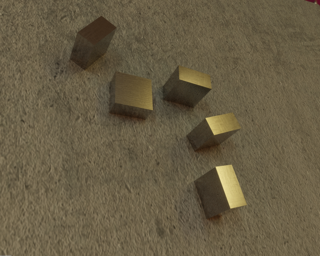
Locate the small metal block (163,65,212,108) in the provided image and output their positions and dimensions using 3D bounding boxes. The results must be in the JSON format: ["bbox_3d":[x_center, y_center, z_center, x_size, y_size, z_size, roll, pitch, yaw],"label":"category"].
[{"bbox_3d":[0.038,-0.058,0.443,0.050,0.050,0.025,13,57,-21],"label":"small metal block"}]

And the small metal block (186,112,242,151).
[{"bbox_3d":[0.073,0.005,0.423,0.050,0.050,0.025,-12,68,-33],"label":"small metal block"}]

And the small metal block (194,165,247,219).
[{"bbox_3d":[0.072,0.079,0.378,0.025,0.050,0.050,-2,63,-29],"label":"small metal block"}]

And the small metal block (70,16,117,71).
[{"bbox_3d":[-0.088,-0.112,0.408,0.025,0.050,0.050,38,51,-3],"label":"small metal block"}]

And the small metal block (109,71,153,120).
[{"bbox_3d":[-0.038,-0.043,0.409,0.050,0.025,0.050,10,57,-23],"label":"small metal block"}]
